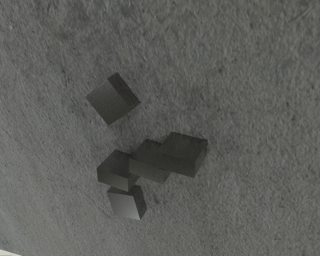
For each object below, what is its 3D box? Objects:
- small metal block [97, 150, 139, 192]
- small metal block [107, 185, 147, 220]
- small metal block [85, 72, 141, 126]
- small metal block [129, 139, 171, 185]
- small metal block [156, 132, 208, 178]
[{"bbox_3d":[-0.057,0.062,0.457,0.050,0.050,0.025,15,124,19],"label":"small metal block"},{"bbox_3d":[-0.054,0.120,0.507,0.050,0.025,0.050,2,120,27],"label":"small metal block"},{"bbox_3d":[-0.063,-0.038,0.415,0.050,0.025,0.050,-30,102,37],"label":"small metal block"},{"bbox_3d":[-0.007,0.044,0.421,0.050,0.050,0.025,17,125,18],"label":"small metal block"},{"bbox_3d":[0.029,0.033,0.395,0.050,0.050,0.025,13,124,20],"label":"small metal block"}]
